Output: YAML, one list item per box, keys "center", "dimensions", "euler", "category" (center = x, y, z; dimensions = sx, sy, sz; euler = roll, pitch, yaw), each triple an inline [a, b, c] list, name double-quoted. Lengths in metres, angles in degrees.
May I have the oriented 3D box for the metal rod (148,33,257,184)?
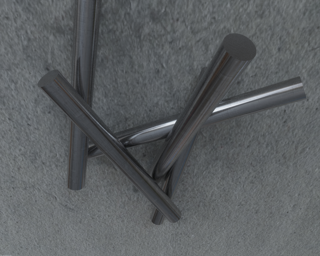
- center: [0.022, 0.010, 0.346]
  dimensions: [0.025, 0.025, 0.298]
  euler: [10, 151, -9]
  category: "metal rod"

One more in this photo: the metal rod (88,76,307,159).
- center: [0.015, -0.003, 0.378]
  dimensions: [0.300, 0.025, 0.025]
  euler: [-16, 129, 23]
  category: "metal rod"

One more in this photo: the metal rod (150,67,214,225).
- center: [0.027, 0.048, 0.448]
  dimensions: [0.025, 0.025, 0.298]
  euler: [9, 130, -8]
  category: "metal rod"

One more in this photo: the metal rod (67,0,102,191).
- center: [-0.088, -0.043, 0.349]
  dimensions: [0.025, 0.025, 0.298]
  euler: [9, 124, -8]
  category: "metal rod"

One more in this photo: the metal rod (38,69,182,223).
- center: [-0.043, 0.045, 0.398]
  dimensions: [0.025, 0.025, 0.300]
  euler: [-21, 132, 16]
  category: "metal rod"
